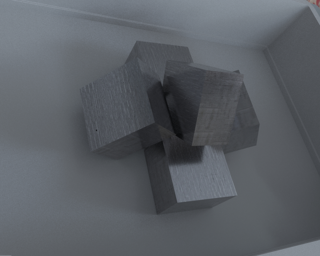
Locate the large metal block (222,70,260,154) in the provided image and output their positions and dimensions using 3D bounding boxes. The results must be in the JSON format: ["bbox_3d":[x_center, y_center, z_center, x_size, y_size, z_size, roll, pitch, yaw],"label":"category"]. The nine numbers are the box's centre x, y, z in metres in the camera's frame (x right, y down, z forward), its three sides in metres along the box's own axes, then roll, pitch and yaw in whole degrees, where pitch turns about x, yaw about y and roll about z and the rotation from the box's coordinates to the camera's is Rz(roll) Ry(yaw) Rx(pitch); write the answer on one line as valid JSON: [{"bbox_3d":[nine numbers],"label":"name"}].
[{"bbox_3d":[0.095,-0.018,0.422,0.050,0.080,0.080,-16,65,7],"label":"large metal block"}]

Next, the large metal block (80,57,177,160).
[{"bbox_3d":[-0.037,-0.019,0.350,0.050,0.080,0.080,30,40,-58],"label":"large metal block"}]

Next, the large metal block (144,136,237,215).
[{"bbox_3d":[0.035,0.054,0.374,0.081,0.050,0.080,1,62,-28],"label":"large metal block"}]

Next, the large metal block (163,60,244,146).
[{"bbox_3d":[0.043,-0.031,0.359,0.050,0.079,0.080,0,18,-30],"label":"large metal block"}]

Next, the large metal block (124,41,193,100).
[{"bbox_3d":[0.004,-0.069,0.429,0.081,0.050,0.080,-2,63,-29],"label":"large metal block"}]
